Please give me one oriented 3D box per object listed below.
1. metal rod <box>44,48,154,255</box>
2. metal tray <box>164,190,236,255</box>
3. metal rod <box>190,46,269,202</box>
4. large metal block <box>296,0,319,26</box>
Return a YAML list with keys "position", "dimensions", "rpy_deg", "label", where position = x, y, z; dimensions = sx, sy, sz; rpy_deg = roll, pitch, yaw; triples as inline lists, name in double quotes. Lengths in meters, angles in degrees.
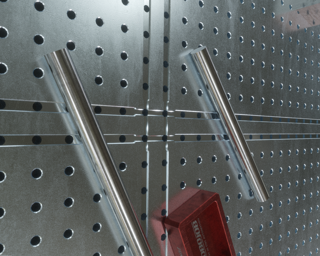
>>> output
- position: [-0.059, 0.056, 0.361]
  dimensions: [0.025, 0.025, 0.298]
  rpy_deg: [-32, 110, -36]
  label: "metal rod"
- position: [0.064, 0.171, 0.462]
  dimensions: [0.091, 0.030, 0.129]
  rpy_deg: [-28, 108, -37]
  label: "metal tray"
- position: [0.123, 0.006, 0.514]
  dimensions: [0.025, 0.025, 0.299]
  rpy_deg: [-43, 116, -32]
  label: "metal rod"
- position: [0.353, -0.288, 0.693]
  dimensions: [0.080, 0.050, 0.080]
  rpy_deg: [19, 78, -39]
  label: "large metal block"
